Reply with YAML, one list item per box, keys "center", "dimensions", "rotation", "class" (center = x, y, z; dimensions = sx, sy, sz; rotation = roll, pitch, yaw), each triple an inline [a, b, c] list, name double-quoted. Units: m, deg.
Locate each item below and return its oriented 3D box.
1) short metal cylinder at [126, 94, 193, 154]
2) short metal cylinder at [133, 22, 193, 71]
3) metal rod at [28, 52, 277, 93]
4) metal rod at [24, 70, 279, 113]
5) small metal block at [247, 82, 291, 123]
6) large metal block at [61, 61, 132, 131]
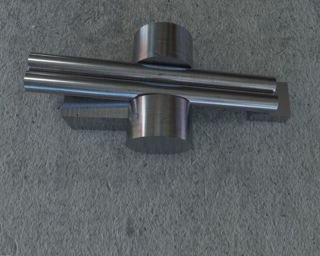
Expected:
- center: [0.000, -0.002, 0.381]
  dimensions: [0.080, 0.080, 0.050]
  rotation: [1, 70, 0]
  class: "short metal cylinder"
- center: [0.004, -0.095, 0.415]
  dimensions: [0.080, 0.080, 0.050]
  rotation: [1, 70, 0]
  class: "short metal cylinder"
- center: [-0.003, -0.066, 0.386]
  dimensions: [0.302, 0.025, 0.025]
  rotation: [4, 70, -7]
  class: "metal rod"
- center: [-0.004, -0.043, 0.377]
  dimensions: [0.302, 0.025, 0.025]
  rotation: [4, 70, -7]
  class: "metal rod"
- center: [0.147, -0.036, 0.424]
  dimensions: [0.050, 0.025, 0.050]
  rotation: [3, 70, 1]
  class: "small metal block"
- center: [-0.078, -0.042, 0.411]
  dimensions: [0.080, 0.050, 0.080]
  rotation: [2, 70, 0]
  class: "large metal block"
